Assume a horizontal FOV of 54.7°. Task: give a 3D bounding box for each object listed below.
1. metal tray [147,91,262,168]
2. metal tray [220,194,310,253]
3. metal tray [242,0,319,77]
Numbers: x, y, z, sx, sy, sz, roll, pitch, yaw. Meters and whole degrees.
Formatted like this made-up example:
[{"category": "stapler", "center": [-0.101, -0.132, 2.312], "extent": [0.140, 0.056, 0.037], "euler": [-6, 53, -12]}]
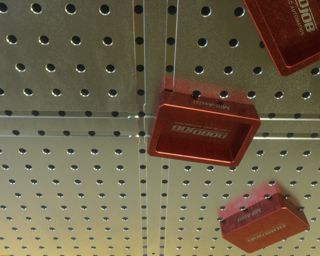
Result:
[{"category": "metal tray", "center": [0.055, 0.005, 0.413], "extent": [0.131, 0.030, 0.089], "euler": [9, 130, -8]}, {"category": "metal tray", "center": [0.188, 0.177, 0.562], "extent": [0.130, 0.030, 0.090], "euler": [-37, 122, 27]}, {"category": "metal tray", "center": [0.137, -0.123, 0.305], "extent": [0.090, 0.030, 0.130], "euler": [-27, 126, 21]}]
